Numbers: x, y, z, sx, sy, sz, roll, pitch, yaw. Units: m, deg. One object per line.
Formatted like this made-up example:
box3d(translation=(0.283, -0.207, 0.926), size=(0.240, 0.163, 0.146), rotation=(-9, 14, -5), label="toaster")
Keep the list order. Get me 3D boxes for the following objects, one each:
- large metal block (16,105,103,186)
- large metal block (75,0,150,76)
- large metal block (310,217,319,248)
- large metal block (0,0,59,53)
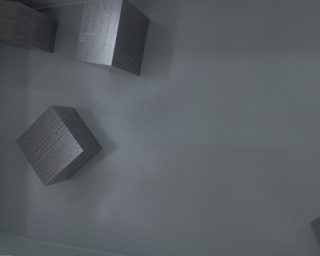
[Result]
box3d(translation=(-0.145, 0.024, 0.448), size=(0.080, 0.050, 0.080), rotation=(-41, 77, 15), label="large metal block")
box3d(translation=(-0.059, -0.116, 0.402), size=(0.050, 0.080, 0.080), rotation=(12, 94, 19), label="large metal block")
box3d(translation=(0.203, 0.128, 0.309), size=(0.050, 0.080, 0.080), rotation=(-38, 78, 16), label="large metal block")
box3d(translation=(-0.213, -0.149, 0.456), size=(0.080, 0.080, 0.050), rotation=(13, 95, 19), label="large metal block")
